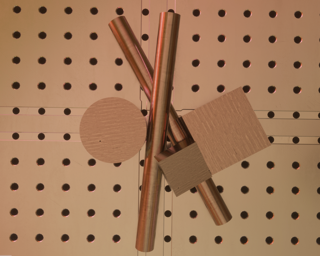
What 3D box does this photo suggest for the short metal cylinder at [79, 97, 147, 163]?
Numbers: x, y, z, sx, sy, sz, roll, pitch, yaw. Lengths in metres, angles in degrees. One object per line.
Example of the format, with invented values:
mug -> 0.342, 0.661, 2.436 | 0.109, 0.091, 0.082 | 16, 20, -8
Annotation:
short metal cylinder -> -0.057, 0.002, 0.397 | 0.081, 0.050, 0.079 | 0, 90, -1

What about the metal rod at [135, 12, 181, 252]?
metal rod -> -0.004, 0.011, 0.390 | 0.025, 0.025, 0.298 | 6, 98, 0

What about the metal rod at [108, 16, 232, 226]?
metal rod -> 0.014, -0.009, 0.410 | 0.025, 0.025, 0.299 | -28, 91, 0

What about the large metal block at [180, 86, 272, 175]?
large metal block -> 0.080, 0.003, 0.397 | 0.080, 0.050, 0.080 | -27, 90, 0

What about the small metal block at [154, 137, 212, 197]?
small metal block -> 0.028, 0.047, 0.378 | 0.050, 0.025, 0.050 | -28, 105, -8
